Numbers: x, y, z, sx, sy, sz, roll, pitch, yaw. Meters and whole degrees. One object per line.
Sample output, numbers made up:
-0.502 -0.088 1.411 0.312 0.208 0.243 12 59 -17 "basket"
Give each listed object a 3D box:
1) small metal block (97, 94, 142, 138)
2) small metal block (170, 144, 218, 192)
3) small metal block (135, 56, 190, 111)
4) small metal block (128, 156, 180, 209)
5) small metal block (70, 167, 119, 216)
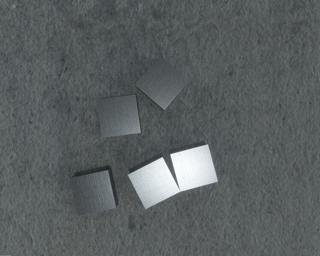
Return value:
-0.053 -0.015 0.409 0.050 0.025 0.050 -8 90 -1 "small metal block"
0.044 0.051 0.411 0.050 0.025 0.050 -15 90 -1 "small metal block"
0.003 -0.058 0.410 0.050 0.025 0.050 41 90 -1 "small metal block"
-0.008 0.071 0.410 0.050 0.025 0.050 -27 90 0 "small metal block"
-0.086 0.083 0.409 0.050 0.025 0.050 -12 90 -1 "small metal block"
